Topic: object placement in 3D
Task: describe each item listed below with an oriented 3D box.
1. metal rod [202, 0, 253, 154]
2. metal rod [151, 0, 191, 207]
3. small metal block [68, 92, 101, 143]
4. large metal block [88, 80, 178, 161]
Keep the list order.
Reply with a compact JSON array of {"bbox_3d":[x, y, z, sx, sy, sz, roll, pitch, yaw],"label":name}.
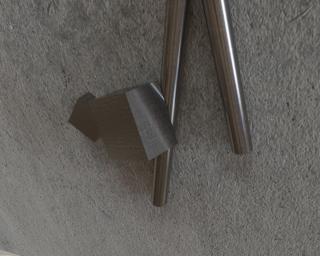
[{"bbox_3d":[0.059,-0.106,0.309,0.025,0.025,0.298,-2,118,29],"label":"metal rod"},{"bbox_3d":[0.009,-0.012,0.393,0.025,0.025,0.298,17,125,18],"label":"metal rod"},{"bbox_3d":[-0.098,-0.015,0.447,0.050,0.025,0.050,38,129,2],"label":"small metal block"},{"bbox_3d":[-0.034,-0.007,0.381,0.080,0.050,0.080,-4,108,48],"label":"large metal block"}]
